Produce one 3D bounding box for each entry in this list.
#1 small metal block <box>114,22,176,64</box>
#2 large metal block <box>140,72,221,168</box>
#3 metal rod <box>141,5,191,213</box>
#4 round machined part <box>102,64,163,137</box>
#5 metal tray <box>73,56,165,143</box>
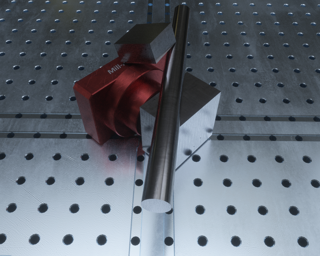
[{"bbox_3d":[-0.017,-0.100,0.365,0.050,0.025,0.050,9,46,31],"label":"small metal block"},{"bbox_3d":[0.024,-0.007,0.374,0.050,0.080,0.080,35,58,25],"label":"large metal block"},{"bbox_3d":[0.014,-0.051,0.346,0.025,0.025,0.300,5,50,4],"label":"metal rod"},{"bbox_3d":[-0.021,-0.029,0.390,0.042,0.097,0.099,35,58,25],"label":"round machined part"},{"bbox_3d":[-0.044,-0.049,0.406,0.030,0.089,0.131,36,58,26],"label":"metal tray"}]
